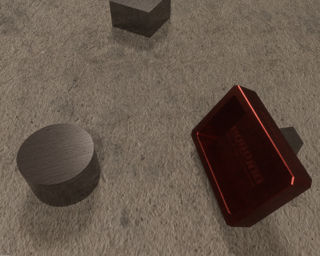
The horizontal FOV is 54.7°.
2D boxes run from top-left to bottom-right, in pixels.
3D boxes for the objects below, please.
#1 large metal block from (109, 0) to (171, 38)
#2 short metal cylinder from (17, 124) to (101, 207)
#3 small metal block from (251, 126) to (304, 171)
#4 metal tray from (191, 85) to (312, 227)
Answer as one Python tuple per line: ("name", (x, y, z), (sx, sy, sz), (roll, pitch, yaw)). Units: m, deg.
("large metal block", (-0.034, -0.219, 0.570), (0.080, 0.050, 0.080), (23, 53, 17))
("short metal cylinder", (-0.112, 0.041, 0.351), (0.081, 0.050, 0.080), (0, 50, 0))
("small metal block", (0.132, 0.027, 0.366), (0.050, 0.050, 0.025), (-8, 51, -7))
("metal tray", (0.089, 0.028, 0.336), (0.030, 0.090, 0.130), (13, 42, -33))
